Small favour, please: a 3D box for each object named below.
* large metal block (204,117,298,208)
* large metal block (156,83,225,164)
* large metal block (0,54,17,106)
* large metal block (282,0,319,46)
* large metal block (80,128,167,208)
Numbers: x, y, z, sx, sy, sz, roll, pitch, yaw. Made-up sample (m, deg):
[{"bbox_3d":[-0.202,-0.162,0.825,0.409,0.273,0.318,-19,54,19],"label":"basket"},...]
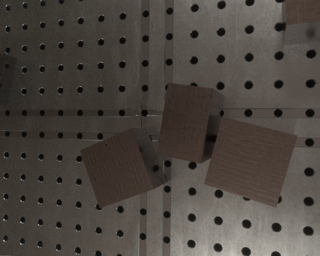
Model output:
[{"bbox_3d":[0.105,0.036,0.362,0.080,0.050,0.079,16,95,19],"label":"large metal block"},{"bbox_3d":[0.039,-0.006,0.369,0.050,0.080,0.079,10,94,19],"label":"large metal block"},{"bbox_3d":[-0.288,-0.085,0.499,0.080,0.050,0.079,15,95,19],"label":"large metal block"},{"bbox_3d":[0.173,-0.125,0.323,0.080,0.080,0.050,-2,90,19],"label":"large metal block"},{"bbox_3d":[-0.048,0.052,0.415,0.080,0.050,0.080,-23,83,18],"label":"large metal block"}]
